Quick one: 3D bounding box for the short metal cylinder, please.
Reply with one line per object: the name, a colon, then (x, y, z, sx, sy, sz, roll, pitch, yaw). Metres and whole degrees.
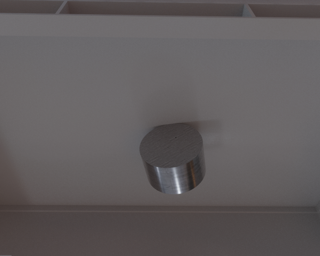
short metal cylinder: (0.018, 0.039, 0.406, 0.080, 0.080, 0.050, -7, 130, 6)
